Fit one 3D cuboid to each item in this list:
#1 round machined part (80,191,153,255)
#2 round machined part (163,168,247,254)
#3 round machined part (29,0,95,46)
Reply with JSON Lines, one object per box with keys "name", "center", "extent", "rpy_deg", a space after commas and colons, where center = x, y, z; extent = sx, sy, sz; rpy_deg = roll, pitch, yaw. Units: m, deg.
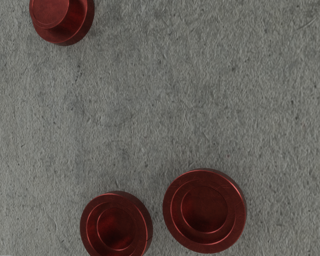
{"name": "round machined part", "center": [-0.055, 0.133, 0.419], "extent": [0.098, 0.042, 0.097], "rpy_deg": [0, 90, 20]}
{"name": "round machined part", "center": [0.056, 0.098, 0.380], "extent": [0.098, 0.042, 0.097], "rpy_deg": [0, 90, 20]}
{"name": "round machined part", "center": [-0.149, -0.174, 0.453], "extent": [0.098, 0.042, 0.097], "rpy_deg": [0, 90, 20]}
